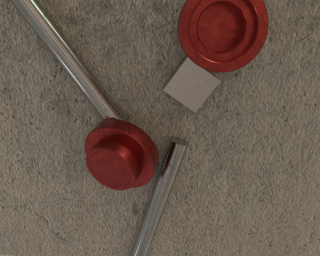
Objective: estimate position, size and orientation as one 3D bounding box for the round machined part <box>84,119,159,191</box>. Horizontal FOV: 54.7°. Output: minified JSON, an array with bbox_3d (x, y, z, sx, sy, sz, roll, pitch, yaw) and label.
[{"bbox_3d":[-0.054,0.041,0.395,0.098,0.042,0.097,13,128,17],"label":"round machined part"}]

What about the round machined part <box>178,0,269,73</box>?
[{"bbox_3d":[0.069,-0.115,0.357,0.099,0.042,0.097,-1,107,-2],"label":"round machined part"}]

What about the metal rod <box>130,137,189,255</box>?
[{"bbox_3d":[-0.018,0.152,0.465,0.025,0.025,0.298,16,109,-6],"label":"metal rod"}]

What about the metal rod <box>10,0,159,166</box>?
[{"bbox_3d":[-0.095,-0.061,0.386,0.025,0.025,0.299,-32,107,11],"label":"metal rod"}]

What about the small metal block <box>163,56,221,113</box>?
[{"bbox_3d":[0.039,-0.056,0.390,0.050,0.025,0.050,34,107,-12],"label":"small metal block"}]
